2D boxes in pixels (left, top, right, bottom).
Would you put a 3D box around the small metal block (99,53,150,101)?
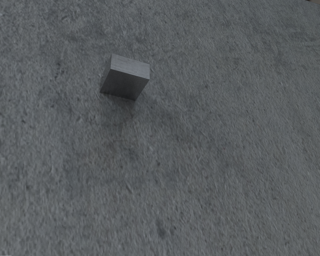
[{"bbox_3d":[-0.046,-0.064,0.402,0.050,0.050,0.025,12,57,-22],"label":"small metal block"}]
